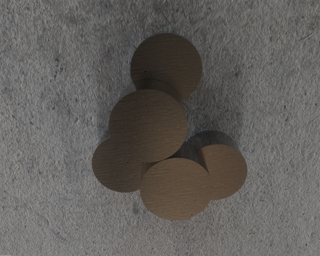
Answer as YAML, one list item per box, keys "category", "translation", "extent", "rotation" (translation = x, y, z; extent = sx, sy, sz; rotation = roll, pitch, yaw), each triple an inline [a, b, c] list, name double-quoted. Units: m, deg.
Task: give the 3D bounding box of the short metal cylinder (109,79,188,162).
- category: "short metal cylinder"
  translation: [-0.012, -0.009, 0.340]
  extent: [0.080, 0.050, 0.079]
  rotation: [0, 110, 0]

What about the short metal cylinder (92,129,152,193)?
- category: "short metal cylinder"
  translation: [-0.045, 0.038, 0.411]
  extent: [0.081, 0.050, 0.079]
  rotation: [0, 110, 0]

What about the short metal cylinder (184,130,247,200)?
- category: "short metal cylinder"
  translation: [0.070, 0.049, 0.416]
  extent: [0.081, 0.050, 0.079]
  rotation: [0, 110, 0]

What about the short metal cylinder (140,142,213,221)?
- category: "short metal cylinder"
  translation: [0.018, 0.060, 0.366]
  extent: [0.081, 0.050, 0.079]
  rotation: [0, 110, -1]

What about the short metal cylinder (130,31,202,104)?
- category: "short metal cylinder"
  translation: [0.007, -0.074, 0.371]
  extent: [0.081, 0.050, 0.079]
  rotation: [0, 110, 0]
